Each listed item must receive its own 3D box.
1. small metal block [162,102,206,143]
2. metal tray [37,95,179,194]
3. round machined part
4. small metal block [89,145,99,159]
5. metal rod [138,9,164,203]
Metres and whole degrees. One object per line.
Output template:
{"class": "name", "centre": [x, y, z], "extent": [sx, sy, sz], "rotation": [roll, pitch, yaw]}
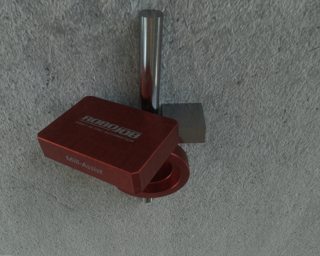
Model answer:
{"class": "small metal block", "centre": [0.029, -0.007, 0.387], "extent": [0.050, 0.050, 0.025], "rotation": [-1, 130, 0]}
{"class": "metal tray", "centre": [-0.056, 0.012, 0.345], "extent": [0.130, 0.090, 0.030], "rotation": [17, 133, 24]}
{"class": "round machined part", "centre": [-0.013, 0.046, 0.400], "extent": [0.099, 0.042, 0.097], "rotation": [-2, 134, -2]}
{"class": "small metal block", "centre": [-0.073, 0.016, 0.405], "extent": [0.050, 0.050, 0.025], "rotation": [-15, 129, 12]}
{"class": "metal rod", "centre": [-0.015, -0.002, 0.407], "extent": [0.025, 0.025, 0.298], "rotation": [2, 130, -2]}
